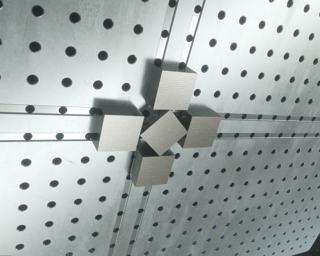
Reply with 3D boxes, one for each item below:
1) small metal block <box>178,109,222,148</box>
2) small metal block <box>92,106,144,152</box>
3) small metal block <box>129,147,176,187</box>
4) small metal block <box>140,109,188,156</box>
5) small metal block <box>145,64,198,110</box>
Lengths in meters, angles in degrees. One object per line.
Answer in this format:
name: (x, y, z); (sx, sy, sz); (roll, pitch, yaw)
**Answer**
small metal block: (0.054, 0.001, 0.443); (0.050, 0.025, 0.050); (0, 119, -29)
small metal block: (-0.052, 0.001, 0.384); (0.050, 0.025, 0.050); (1, 118, -30)
small metal block: (-0.011, 0.054, 0.440); (0.050, 0.025, 0.050); (0, 118, -29)
small metal block: (0.001, 0.002, 0.414); (0.050, 0.025, 0.050); (-41, 130, -1)
small metal block: (0.014, -0.051, 0.389); (0.050, 0.025, 0.050); (-1, 119, -29)
